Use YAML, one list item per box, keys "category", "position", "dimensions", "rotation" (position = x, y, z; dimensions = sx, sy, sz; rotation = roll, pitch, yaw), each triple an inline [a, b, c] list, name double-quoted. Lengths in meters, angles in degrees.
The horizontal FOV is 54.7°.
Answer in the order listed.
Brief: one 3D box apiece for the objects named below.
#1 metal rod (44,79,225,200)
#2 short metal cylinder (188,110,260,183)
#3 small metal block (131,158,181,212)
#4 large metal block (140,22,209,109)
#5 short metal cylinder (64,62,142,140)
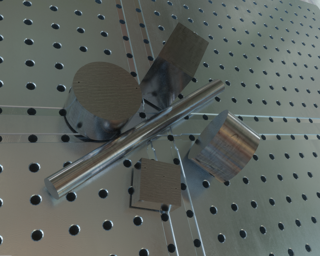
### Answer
- category: "metal rod"
  position: [-0.008, -0.003, 0.401]
  dimensions: [0.302, 0.025, 0.025]
  rotation: [-32, 80, -38]
- category: "short metal cylinder"
  position: [0.081, 0.023, 0.398]
  dimensions: [0.050, 0.080, 0.080]
  rotation: [38, 51, -4]
- category: "small metal block"
  position: [-0.004, 0.067, 0.361]
  dimensions: [0.050, 0.025, 0.050]
  rotation: [14, 56, -21]
- category: "large metal block"
  position: [0.016, -0.083, 0.428]
  dimensions: [0.050, 0.080, 0.080]
  rotation: [32, 52, -8]
- category: "short metal cylinder"
  position: [-0.068, -0.032, 0.370]
  dimensions: [0.081, 0.050, 0.080]
  rotation: [14, 56, -21]
